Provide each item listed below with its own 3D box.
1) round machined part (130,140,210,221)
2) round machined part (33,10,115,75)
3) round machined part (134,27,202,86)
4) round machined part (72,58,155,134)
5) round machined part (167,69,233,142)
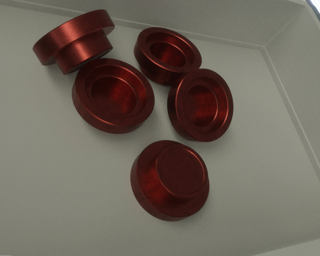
[{"bbox_3d":[0.018,0.058,0.371,0.099,0.042,0.098,14,56,-21],"label":"round machined part"},{"bbox_3d":[-0.096,-0.098,0.372,0.099,0.098,0.042,-39,105,-39],"label":"round machined part"},{"bbox_3d":[0.008,-0.101,0.456,0.099,0.042,0.098,14,48,-16],"label":"round machined part"},{"bbox_3d":[-0.060,-0.035,0.385,0.099,0.042,0.098,14,56,-21],"label":"round machined part"},{"bbox_3d":[0.050,-0.029,0.426,0.099,0.042,0.097,1,88,-32],"label":"round machined part"}]
